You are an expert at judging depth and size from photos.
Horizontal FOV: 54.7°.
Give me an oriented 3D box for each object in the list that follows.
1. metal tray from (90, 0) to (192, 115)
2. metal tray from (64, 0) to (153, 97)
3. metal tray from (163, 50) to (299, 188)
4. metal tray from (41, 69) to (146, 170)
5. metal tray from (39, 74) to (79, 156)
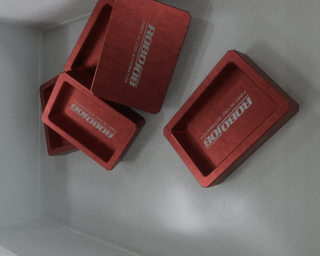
[{"bbox_3d":[-0.025,-0.092,0.387,0.091,0.030,0.129,17,105,-5],"label":"metal tray"},{"bbox_3d":[-0.067,-0.105,0.430,0.090,0.030,0.129,40,119,2],"label":"metal tray"},{"bbox_3d":[0.071,-0.008,0.343,0.129,0.030,0.090,-51,61,27],"label":"metal tray"},{"bbox_3d":[-0.097,-0.012,0.442,0.130,0.030,0.089,36,118,5],"label":"metal tray"},{"bbox_3d":[-0.165,-0.023,0.535,0.090,0.030,0.129,-18,79,38],"label":"metal tray"}]
